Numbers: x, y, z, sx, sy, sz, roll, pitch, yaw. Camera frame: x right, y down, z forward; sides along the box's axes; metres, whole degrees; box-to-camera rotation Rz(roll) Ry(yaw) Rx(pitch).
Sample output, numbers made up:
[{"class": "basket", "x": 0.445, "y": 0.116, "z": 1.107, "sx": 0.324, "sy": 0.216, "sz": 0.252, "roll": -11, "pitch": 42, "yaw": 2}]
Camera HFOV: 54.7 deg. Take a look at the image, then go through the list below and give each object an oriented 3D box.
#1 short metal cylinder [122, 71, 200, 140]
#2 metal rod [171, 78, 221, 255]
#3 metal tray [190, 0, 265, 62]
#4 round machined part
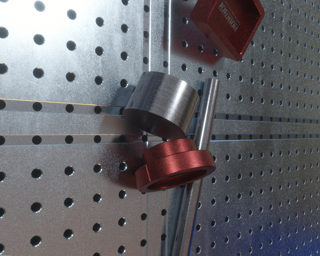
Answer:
[{"class": "short metal cylinder", "x": 0.002, "y": -0.025, "z": 0.377, "sx": 0.080, "sy": 0.080, "sz": 0.050, "roll": 35, "pitch": 68, "yaw": -35}, {"class": "metal rod", "x": 0.051, "y": 0.072, "z": 0.454, "sx": 0.025, "sy": 0.025, "sz": 0.299, "roll": 20, "pitch": 78, "yaw": -39}, {"class": "metal tray", "x": 0.104, "y": -0.166, "z": 0.454, "sx": 0.131, "sy": 0.030, "sz": 0.090, "roll": 24, "pitch": 95, "yaw": -54}, {"class": "round machined part", "x": 0.016, "y": 0.045, "z": 0.384, "sx": 0.099, "sy": 0.098, "sz": 0.042, "roll": 2, "pitch": 63, "yaw": -40}]
